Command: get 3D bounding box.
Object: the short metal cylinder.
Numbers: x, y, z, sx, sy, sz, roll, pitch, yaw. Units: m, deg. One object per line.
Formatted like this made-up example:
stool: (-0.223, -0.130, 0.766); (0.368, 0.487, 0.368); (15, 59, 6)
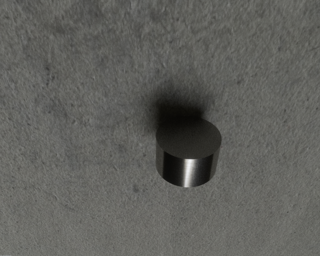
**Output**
short metal cylinder: (0.035, 0.029, 0.396); (0.081, 0.080, 0.050); (0, 130, -1)
